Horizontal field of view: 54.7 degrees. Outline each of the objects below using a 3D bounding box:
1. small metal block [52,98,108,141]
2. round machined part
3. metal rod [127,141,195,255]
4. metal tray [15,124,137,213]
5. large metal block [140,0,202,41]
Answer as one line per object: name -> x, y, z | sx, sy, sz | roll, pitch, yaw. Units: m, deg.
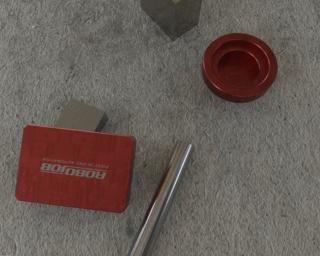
small metal block -> -0.104, -0.005, 0.409 | 0.050, 0.025, 0.050 | 22, 71, 7
round machined part -> 0.107, -0.078, 0.429 | 0.099, 0.042, 0.098 | 0, 70, 0
metal rod -> -0.026, 0.151, 0.352 | 0.025, 0.025, 0.300 | 22, 71, 8
metal tray -> -0.099, 0.047, 0.373 | 0.131, 0.030, 0.089 | 7, 88, 2
large metal block -> 0.014, -0.189, 0.448 | 0.050, 0.080, 0.080 | -37, 74, -12
